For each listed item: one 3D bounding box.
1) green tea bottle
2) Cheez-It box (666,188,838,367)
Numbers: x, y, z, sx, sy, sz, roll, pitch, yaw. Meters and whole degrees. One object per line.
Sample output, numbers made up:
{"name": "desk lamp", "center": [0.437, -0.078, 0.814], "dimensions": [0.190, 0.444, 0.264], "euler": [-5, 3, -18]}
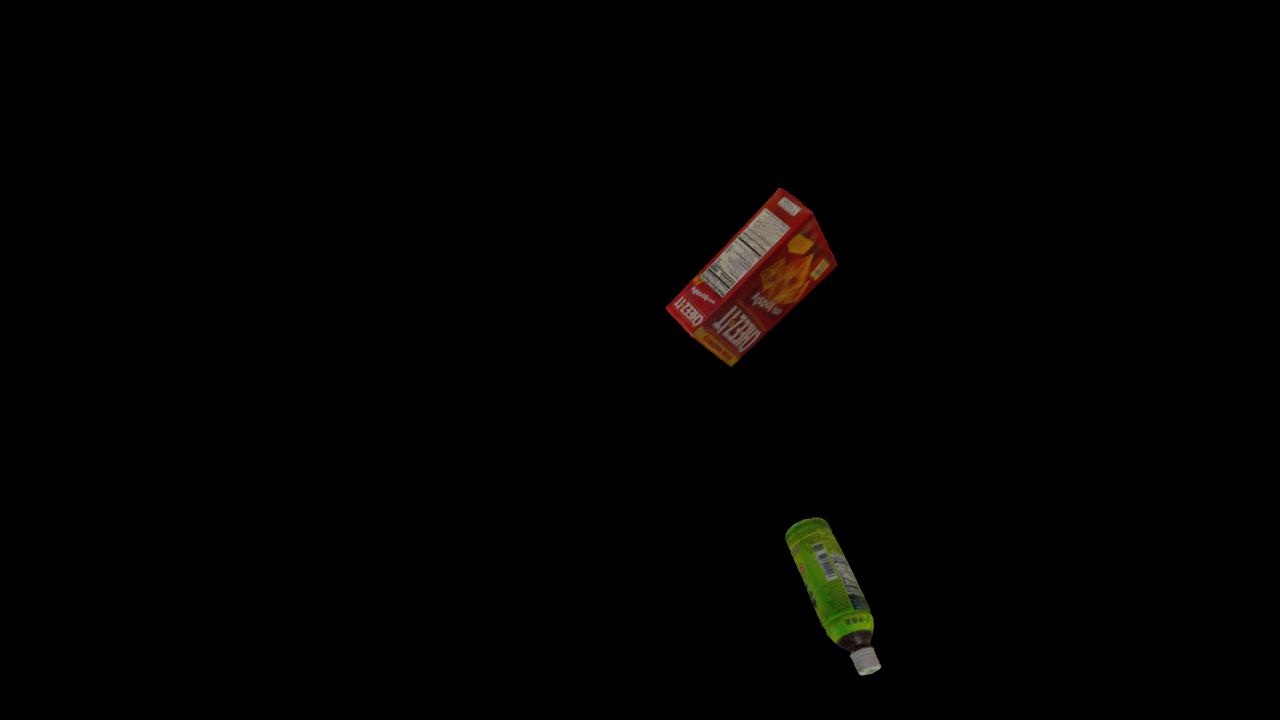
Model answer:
{"name": "green tea bottle", "center": [0.274, 0.328, 0.864], "dimensions": [0.073, 0.073, 0.212], "euler": [0, 42, -15]}
{"name": "Cheez-It box", "center": [0.162, -0.106, 0.868], "dimensions": [0.071, 0.223, 0.166], "euler": [50, 10, 31]}
